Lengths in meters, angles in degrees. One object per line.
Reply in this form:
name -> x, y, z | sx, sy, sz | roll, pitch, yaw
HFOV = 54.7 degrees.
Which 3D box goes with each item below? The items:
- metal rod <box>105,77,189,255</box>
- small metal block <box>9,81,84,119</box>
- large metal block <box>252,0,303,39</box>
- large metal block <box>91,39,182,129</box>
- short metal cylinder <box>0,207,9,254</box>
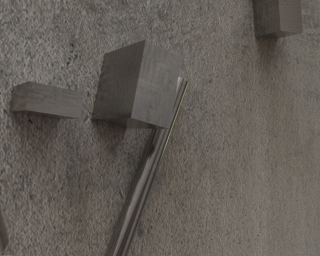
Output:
metal rod -> -0.022, 0.071, 0.385 | 0.025, 0.025, 0.299 | 32, 70, -36
small metal block -> -0.109, -0.025, 0.297 | 0.050, 0.050, 0.025 | 9, 84, -40
large metal block -> 0.216, -0.211, 0.568 | 0.081, 0.050, 0.079 | -11, 97, -39
large metal block -> -0.028, -0.043, 0.345 | 0.050, 0.080, 0.080 | 16, 80, -39
short metal cylinder -> -0.163, 0.076, 0.232 | 0.081, 0.080, 0.050 | -17, 101, -39
